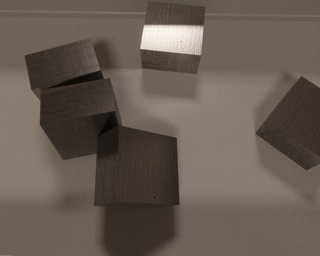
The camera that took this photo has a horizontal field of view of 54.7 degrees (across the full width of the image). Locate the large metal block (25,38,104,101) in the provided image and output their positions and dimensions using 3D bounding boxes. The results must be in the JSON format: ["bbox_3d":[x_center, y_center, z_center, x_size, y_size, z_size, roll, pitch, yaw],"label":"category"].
[{"bbox_3d":[-0.114,-0.061,0.399,0.081,0.080,0.050,-17,67,-7],"label":"large metal block"}]

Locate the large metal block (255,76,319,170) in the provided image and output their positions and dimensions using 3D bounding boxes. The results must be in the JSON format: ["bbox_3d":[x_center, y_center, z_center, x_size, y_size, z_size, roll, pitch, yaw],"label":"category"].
[{"bbox_3d":[0.186,-0.006,0.401,0.080,0.050,0.080,38,74,12],"label":"large metal block"}]

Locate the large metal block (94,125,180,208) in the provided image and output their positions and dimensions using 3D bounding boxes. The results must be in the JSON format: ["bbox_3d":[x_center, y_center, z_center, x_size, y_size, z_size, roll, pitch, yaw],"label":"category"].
[{"bbox_3d":[-0.026,0.049,0.358,0.081,0.050,0.080,13,66,-35],"label":"large metal block"}]

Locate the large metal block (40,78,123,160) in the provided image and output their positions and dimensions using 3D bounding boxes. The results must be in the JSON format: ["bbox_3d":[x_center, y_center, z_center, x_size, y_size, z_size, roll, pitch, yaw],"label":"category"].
[{"bbox_3d":[-0.091,-0.009,0.377,0.081,0.080,0.050,-11,56,-4],"label":"large metal block"}]

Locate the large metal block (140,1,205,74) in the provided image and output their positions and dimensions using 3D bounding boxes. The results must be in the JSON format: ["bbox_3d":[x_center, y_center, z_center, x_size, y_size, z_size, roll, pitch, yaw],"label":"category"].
[{"bbox_3d":[0.019,-0.128,0.444,0.080,0.050,0.080,6,70,2],"label":"large metal block"}]
